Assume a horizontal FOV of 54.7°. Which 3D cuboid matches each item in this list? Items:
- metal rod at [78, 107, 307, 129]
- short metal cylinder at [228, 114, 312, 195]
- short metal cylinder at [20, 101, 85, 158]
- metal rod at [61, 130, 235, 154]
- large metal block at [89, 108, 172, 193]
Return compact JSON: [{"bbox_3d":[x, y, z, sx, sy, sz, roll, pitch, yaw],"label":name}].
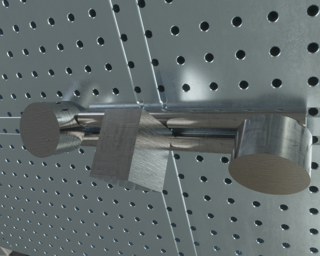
[{"bbox_3d":[0.019,-0.012,0.393,0.300,0.025,0.025,1,119,27],"label":"metal rod"},{"bbox_3d":[0.119,0.030,0.334,0.080,0.050,0.080,15,146,10],"label":"short metal cylinder"},{"bbox_3d":[-0.160,0.001,0.461,0.080,0.050,0.079,3,97,27],"label":"short metal cylinder"},{"bbox_3d":[-0.039,0.017,0.441,0.300,0.025,0.025,1,119,27],"label":"metal rod"},{"bbox_3d":[-0.030,0.029,0.371,0.050,0.080,0.080,1,161,28],"label":"large metal block"}]
